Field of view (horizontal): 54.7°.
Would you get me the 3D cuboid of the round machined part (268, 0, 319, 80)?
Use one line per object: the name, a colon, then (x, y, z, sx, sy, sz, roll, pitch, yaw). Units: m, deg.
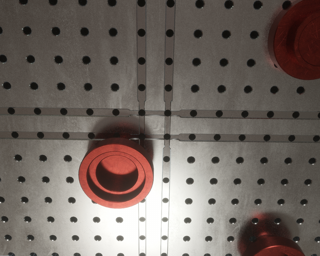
round machined part: (0.185, -0.105, 0.368, 0.099, 0.042, 0.097, 0, 110, -1)

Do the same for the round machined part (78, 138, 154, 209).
round machined part: (-0.058, 0.058, 0.425, 0.099, 0.042, 0.097, 0, 110, -1)

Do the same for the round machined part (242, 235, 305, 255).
round machined part: (0.174, 0.209, 0.484, 0.099, 0.042, 0.097, 0, 110, -1)
